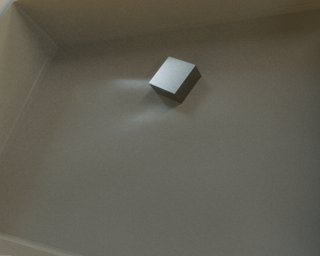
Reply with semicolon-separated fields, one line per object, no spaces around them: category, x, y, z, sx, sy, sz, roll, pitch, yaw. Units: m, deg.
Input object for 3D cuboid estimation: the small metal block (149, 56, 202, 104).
small metal block;0.021;-0.068;0.437;0.050;0.025;0.050;28;77;37
